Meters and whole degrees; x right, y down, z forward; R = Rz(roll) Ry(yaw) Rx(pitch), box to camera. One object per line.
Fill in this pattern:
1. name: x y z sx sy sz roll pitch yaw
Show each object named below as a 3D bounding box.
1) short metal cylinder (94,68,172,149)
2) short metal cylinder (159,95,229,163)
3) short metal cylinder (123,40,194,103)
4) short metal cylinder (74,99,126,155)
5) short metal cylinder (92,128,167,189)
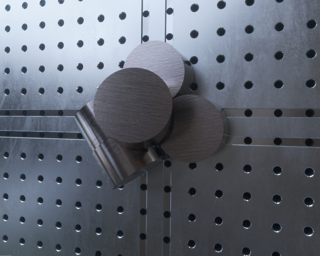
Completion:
1. short metal cylinder: -0.027 -0.019 0.339 0.081 0.050 0.080 0 78 2
2. short metal cylinder: 0.042 0.001 0.383 0.080 0.050 0.079 0 90 19
3. short metal cylinder: -0.001 -0.066 0.398 0.080 0.050 0.079 0 90 19
4. short metal cylinder: -0.063 -0.007 0.405 0.080 0.080 0.050 -35 79 16
5. short metal cylinder: -0.038 0.036 0.395 0.080 0.080 0.050 -35 79 16
